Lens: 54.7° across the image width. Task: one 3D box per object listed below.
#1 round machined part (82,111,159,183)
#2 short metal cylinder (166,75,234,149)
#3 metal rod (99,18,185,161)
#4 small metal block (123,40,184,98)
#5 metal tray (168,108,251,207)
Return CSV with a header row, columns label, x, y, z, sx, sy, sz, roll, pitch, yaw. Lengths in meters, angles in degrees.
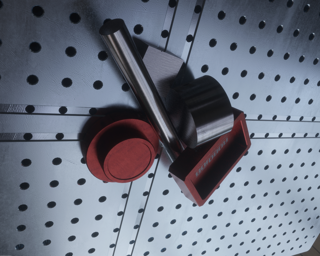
label,x,y,z,sx,sy,sz,roll,pitch,yaw
round machined part,-0.045,0.031,0.395,0.099,0.042,0.097,-14,125,-21
short metal cylinder,0.048,-0.021,0.391,0.050,0.080,0.080,-23,127,-15
metal rod,0.004,-0.002,0.392,0.025,0.025,0.299,-35,137,-6
small metal block,-0.008,-0.069,0.366,0.050,0.025,0.050,14,111,-34
metal tray,0.078,0.041,0.450,0.130,0.030,0.090,-47,139,-16
